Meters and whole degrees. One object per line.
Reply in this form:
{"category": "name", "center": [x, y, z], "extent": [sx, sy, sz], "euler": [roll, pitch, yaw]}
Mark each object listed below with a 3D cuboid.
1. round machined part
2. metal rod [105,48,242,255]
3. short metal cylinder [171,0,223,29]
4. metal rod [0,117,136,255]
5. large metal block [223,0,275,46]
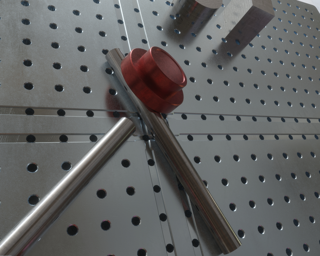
{"category": "round machined part", "center": [-0.001, -0.071, 0.419], "extent": [0.098, 0.042, 0.098], "euler": [35, 33, -26]}
{"category": "metal rod", "center": [0.010, 0.020, 0.403], "extent": [0.025, 0.025, 0.299], "euler": [-22, 73, -36]}
{"category": "short metal cylinder", "center": [0.067, -0.231, 0.572], "extent": [0.081, 0.050, 0.080], "euler": [14, 56, -21]}
{"category": "metal rod", "center": [-0.115, 0.087, 0.293], "extent": [0.025, 0.025, 0.301], "euler": [40, 51, -1]}
{"category": "large metal block", "center": [0.171, -0.224, 0.605], "extent": [0.050, 0.080, 0.080], "euler": [16, 55, -20]}
